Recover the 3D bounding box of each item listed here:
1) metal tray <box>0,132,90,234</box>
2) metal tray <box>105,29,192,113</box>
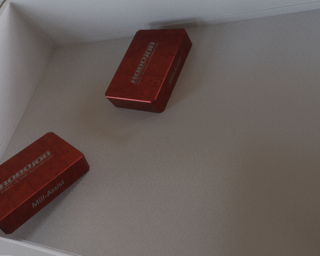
[{"bbox_3d":[-0.175,0.068,0.421,0.090,0.030,0.131,26,54,37],"label":"metal tray"},{"bbox_3d":[-0.016,-0.089,0.464,0.090,0.030,0.130,10,66,32],"label":"metal tray"}]
